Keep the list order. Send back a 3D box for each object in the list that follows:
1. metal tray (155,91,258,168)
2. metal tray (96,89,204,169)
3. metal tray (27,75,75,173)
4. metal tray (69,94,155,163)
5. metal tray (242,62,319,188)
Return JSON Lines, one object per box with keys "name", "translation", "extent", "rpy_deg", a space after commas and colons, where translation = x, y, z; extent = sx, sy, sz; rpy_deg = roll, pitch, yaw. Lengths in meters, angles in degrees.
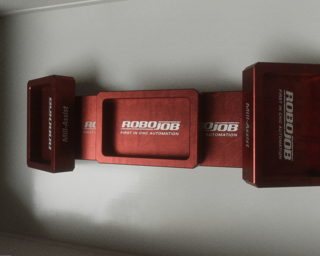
{"name": "metal tray", "translation": [0.059, 0.001, 0.386], "extent": [0.130, 0.030, 0.089], "rpy_deg": [0, 90, 20]}
{"name": "metal tray", "translation": [-0.014, 0.000, 0.379], "extent": [0.130, 0.030, 0.089], "rpy_deg": [1, 90, 20]}
{"name": "metal tray", "translation": [-0.157, -0.006, 0.443], "extent": [0.090, 0.030, 0.129], "rpy_deg": [1, 90, 45]}
{"name": "metal tray", "translation": [-0.063, 0.000, 0.430], "extent": [0.130, 0.030, 0.089], "rpy_deg": [0, 90, 20]}
{"name": "metal tray", "translation": [0.138, -0.003, 0.337], "extent": [0.091, 0.030, 0.129], "rpy_deg": [0, 90, -9]}
